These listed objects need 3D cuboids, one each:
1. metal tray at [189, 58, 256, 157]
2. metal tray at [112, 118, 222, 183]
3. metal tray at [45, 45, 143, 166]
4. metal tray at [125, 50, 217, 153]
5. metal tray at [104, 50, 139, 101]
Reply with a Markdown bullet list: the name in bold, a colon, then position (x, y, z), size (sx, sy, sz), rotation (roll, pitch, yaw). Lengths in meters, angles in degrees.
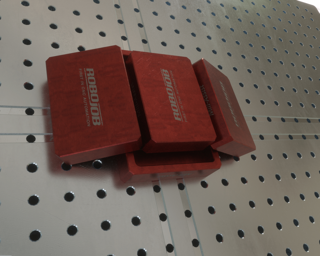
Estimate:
- **metal tray**: position (0.088, -0.028, 0.447), size (0.090, 0.030, 0.130), rotation (19, 49, -51)
- **metal tray**: position (0.009, 0.019, 0.400), size (0.131, 0.030, 0.090), rotation (0, 62, -28)
- **metal tray**: position (-0.078, -0.030, 0.359), size (0.091, 0.030, 0.130), rotation (-12, 66, -6)
- **metal tray**: position (0.010, -0.035, 0.394), size (0.091, 0.030, 0.130), rotation (0, 62, -29)
- **metal tray**: position (-0.012, -0.061, 0.437), size (0.131, 0.030, 0.090), rotation (0, 62, -28)
